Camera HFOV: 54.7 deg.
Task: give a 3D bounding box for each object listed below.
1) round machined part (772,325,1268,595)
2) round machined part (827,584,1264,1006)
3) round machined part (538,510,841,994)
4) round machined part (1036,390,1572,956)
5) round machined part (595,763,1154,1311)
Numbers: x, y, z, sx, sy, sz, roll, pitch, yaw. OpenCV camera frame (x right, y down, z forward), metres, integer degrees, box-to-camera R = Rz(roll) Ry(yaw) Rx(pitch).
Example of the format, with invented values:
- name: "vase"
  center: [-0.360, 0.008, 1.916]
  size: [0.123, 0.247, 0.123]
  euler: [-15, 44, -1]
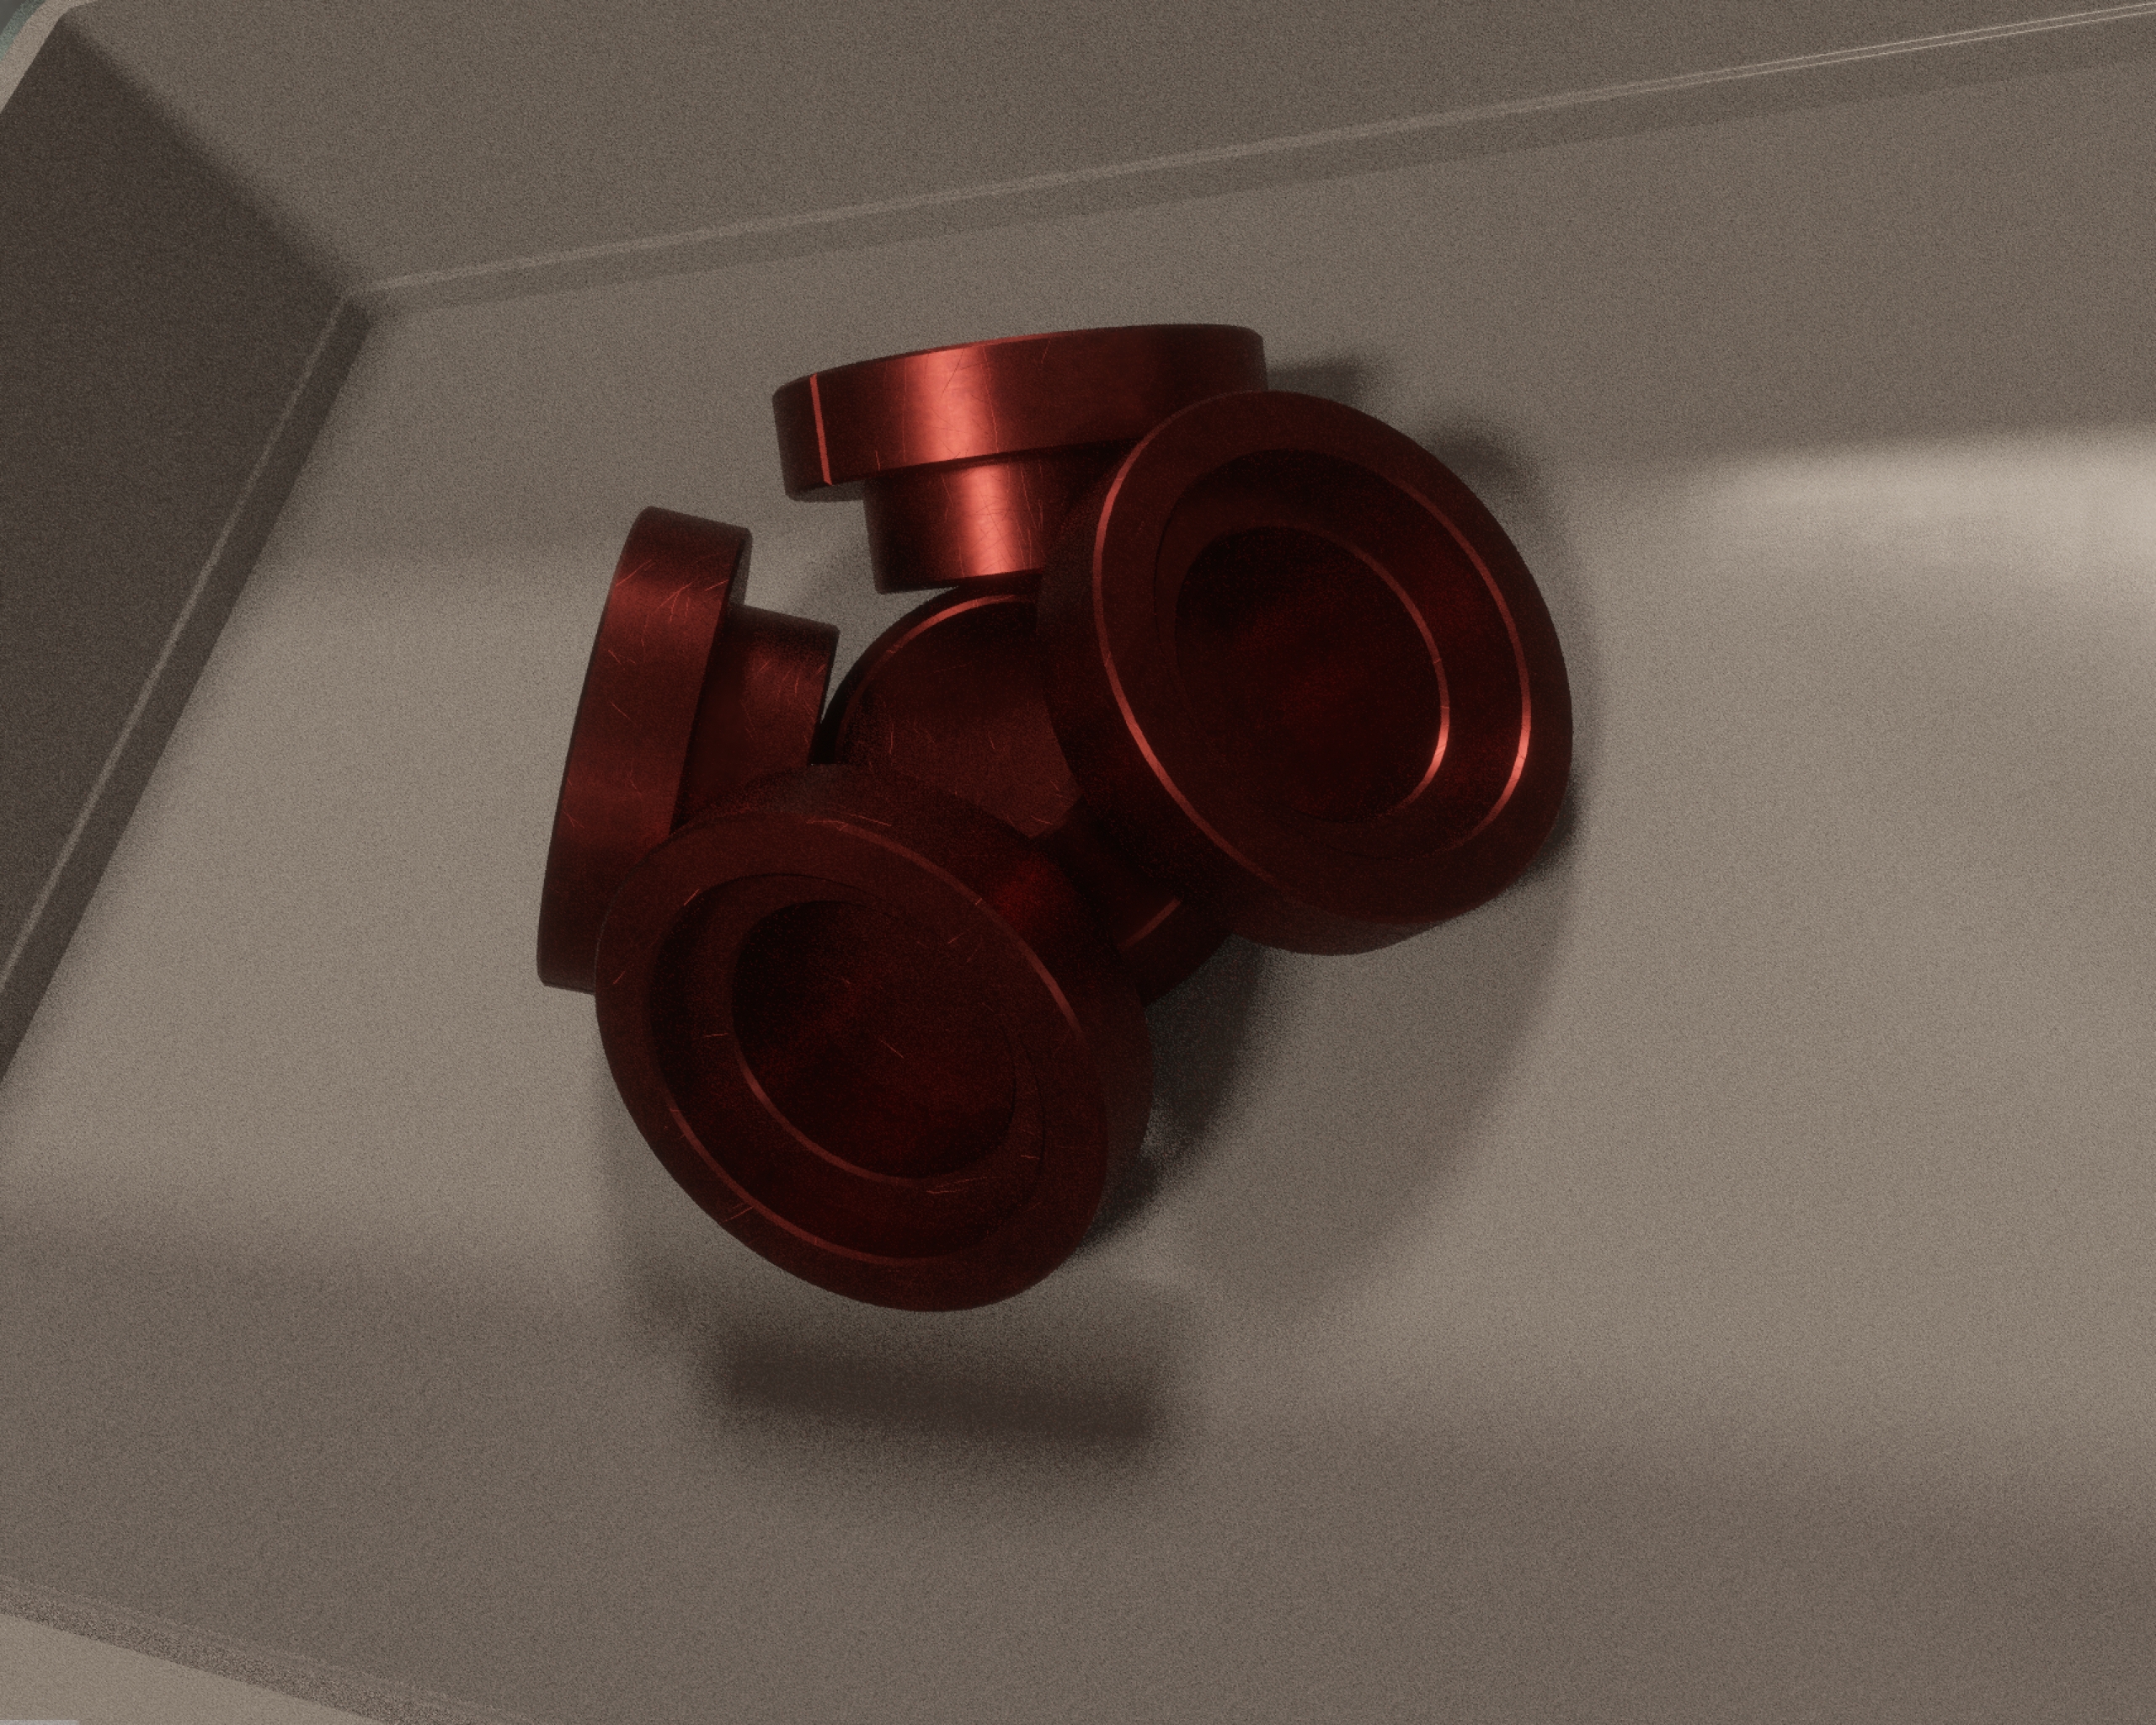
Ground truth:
- name: "round machined part"
  center: [-0.010, -0.079, 0.420]
  size: [0.098, 0.098, 0.042]
  euler: [-3, 98, 26]
- name: "round machined part"
  center: [-0.012, -0.017, 0.408]
  size: [0.098, 0.042, 0.098]
  euler: [-13, 56, 20]
- name: "round machined part"
  center: [-0.075, -0.019, 0.418]
  size: [0.042, 0.098, 0.098]
  euler: [12, 62, -8]
- name: "round machined part"
  center: [0.036, -0.030, 0.369]
  size: [0.042, 0.099, 0.098]
  euler: [-33, 40, 55]
- name: "round machined part"
  center: [-0.032, 0.027, 0.367]
  size: [0.098, 0.097, 0.042]
  euler: [-1, 25, 27]
